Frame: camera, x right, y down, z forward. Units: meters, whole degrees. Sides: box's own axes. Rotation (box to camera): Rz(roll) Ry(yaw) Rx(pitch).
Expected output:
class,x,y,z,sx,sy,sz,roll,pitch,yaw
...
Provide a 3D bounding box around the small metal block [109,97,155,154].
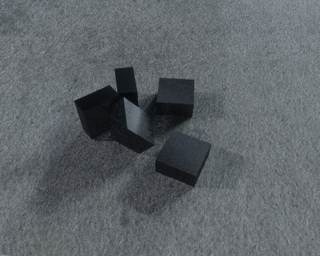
class,x,y,z,sx,sy,sz,roll,pitch,yaw
small metal block,-0.035,-0.002,0.385,0.025,0.050,0.050,-31,48,24

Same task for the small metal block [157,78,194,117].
class,x,y,z,sx,sy,sz,roll,pitch,yaw
small metal block,0.022,-0.044,0.441,0.050,0.025,0.050,4,50,2

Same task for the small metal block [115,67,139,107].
class,x,y,z,sx,sy,sz,roll,pitch,yaw
small metal block,-0.045,-0.048,0.426,0.025,0.050,0.050,-7,51,-7

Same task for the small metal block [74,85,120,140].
class,x,y,z,sx,sy,sz,roll,pitch,yaw
small metal block,-0.077,-0.020,0.402,0.050,0.050,0.025,-29,51,-22

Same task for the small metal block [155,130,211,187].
class,x,y,z,sx,sy,sz,roll,pitch,yaw
small metal block,0.028,0.036,0.374,0.050,0.025,0.050,20,53,16
